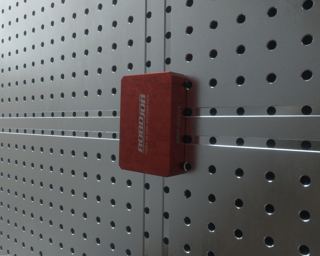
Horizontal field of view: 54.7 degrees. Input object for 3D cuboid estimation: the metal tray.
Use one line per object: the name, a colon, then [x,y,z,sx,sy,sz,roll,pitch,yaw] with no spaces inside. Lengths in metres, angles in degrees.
metal tray: [-0.012,-0.006,0.413,0.090,0.030,0.129,3,92,39]
